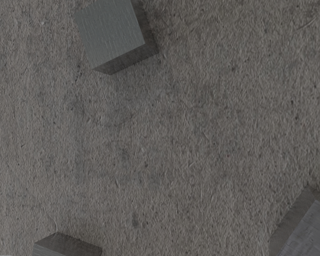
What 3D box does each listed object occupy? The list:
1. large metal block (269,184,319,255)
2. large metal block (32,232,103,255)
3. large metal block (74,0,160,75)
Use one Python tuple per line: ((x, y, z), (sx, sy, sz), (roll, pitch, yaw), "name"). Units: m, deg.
((0.159, 0.113, 0.323), (0.050, 0.080, 0.080), (33, 101, 17), "large metal block")
((-0.137, 0.207, 0.444), (0.080, 0.050, 0.080), (12, 94, 19), "large metal block")
((-0.057, -0.127, 0.416), (0.080, 0.050, 0.080), (-21, 83, 18), "large metal block")
